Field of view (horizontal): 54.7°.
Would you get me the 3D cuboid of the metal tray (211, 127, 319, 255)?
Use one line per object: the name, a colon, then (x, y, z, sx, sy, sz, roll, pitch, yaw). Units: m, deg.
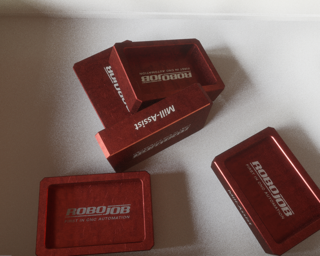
metal tray: (0.135, 0.074, 0.380, 0.090, 0.030, 0.130, -28, 73, -10)

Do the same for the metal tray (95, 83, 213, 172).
metal tray: (-0.005, 0.004, 0.373, 0.131, 0.090, 0.030, -28, 73, -10)

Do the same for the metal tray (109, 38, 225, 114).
metal tray: (0.010, -0.071, 0.405, 0.131, 0.030, 0.090, -12, 66, -28)

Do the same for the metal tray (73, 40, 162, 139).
metal tray: (-0.050, -0.049, 0.424, 0.090, 0.030, 0.130, -28, 72, -10)

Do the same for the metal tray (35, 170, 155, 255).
metal tray: (-0.074, 0.102, 0.369, 0.131, 0.030, 0.090, -4, 70, -2)
